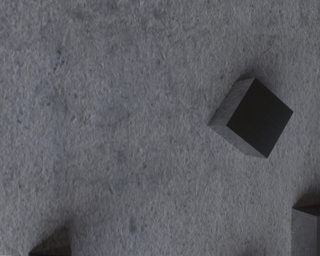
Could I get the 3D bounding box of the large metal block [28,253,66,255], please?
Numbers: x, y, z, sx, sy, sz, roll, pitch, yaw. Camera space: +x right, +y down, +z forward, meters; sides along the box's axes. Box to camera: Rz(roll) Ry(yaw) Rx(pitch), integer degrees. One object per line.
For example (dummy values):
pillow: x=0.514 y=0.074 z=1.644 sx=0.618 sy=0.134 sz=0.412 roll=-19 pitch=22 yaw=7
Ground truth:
large metal block: x=-0.127 y=0.193 z=0.334 sx=0.050 sy=0.080 sz=0.080 roll=13 pitch=86 yaw=-20

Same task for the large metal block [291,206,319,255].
large metal block: x=0.261 y=0.171 z=0.495 sx=0.081 sy=0.050 sz=0.079 roll=1 pitch=90 yaw=-21

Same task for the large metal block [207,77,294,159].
large metal block: x=0.130 y=-0.013 z=0.445 sx=0.080 sy=0.050 sz=0.080 roll=37 pitch=78 yaw=-17
